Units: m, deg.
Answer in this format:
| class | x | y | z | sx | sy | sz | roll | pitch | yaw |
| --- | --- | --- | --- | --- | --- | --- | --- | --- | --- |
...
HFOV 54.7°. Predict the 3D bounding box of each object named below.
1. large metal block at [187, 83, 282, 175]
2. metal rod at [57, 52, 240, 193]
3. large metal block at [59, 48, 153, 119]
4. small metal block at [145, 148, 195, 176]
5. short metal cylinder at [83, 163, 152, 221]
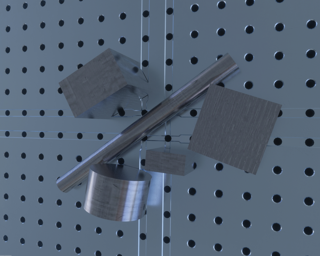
| class | x | y | z | sx | sy | sz | roll | pitch | yaw |
| --- | --- | --- | --- | --- | --- | --- | --- | --- | --- |
| large metal block | 0.088 | 0.000 | 0.365 | 0.080 | 0.050 | 0.080 | 20 | 97 | 18 |
| metal rod | -0.027 | 0.001 | 0.420 | 0.300 | 0.025 | 0.025 | -36 | 79 | 16 |
| large metal block | -0.068 | -0.053 | 0.407 | 0.080 | 0.080 | 0.050 | -30 | 81 | 17 |
| small metal block | 0.014 | 0.042 | 0.394 | 0.050 | 0.050 | 0.025 | 6 | 92 | 19 |
| short metal cylinder | -0.055 | 0.081 | 0.401 | 0.080 | 0.080 | 0.050 | 12 | 94 | 19 |
